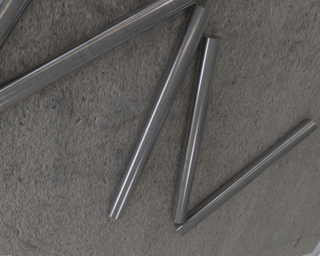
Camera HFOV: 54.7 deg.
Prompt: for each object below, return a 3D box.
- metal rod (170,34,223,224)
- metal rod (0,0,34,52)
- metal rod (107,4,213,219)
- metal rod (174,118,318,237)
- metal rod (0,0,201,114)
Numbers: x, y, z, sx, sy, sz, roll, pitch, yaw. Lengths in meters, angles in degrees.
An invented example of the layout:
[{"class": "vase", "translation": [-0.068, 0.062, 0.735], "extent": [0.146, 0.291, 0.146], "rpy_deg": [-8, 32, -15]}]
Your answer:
[{"class": "metal rod", "translation": [0.047, 0.020, 0.444], "extent": [0.025, 0.025, 0.298], "rpy_deg": [-7, 122, -25]}, {"class": "metal rod", "translation": [-0.131, -0.106, 0.269], "extent": [0.025, 0.025, 0.299], "rpy_deg": [31, 101, -38]}, {"class": "metal rod", "translation": [-0.008, -0.006, 0.398], "extent": [0.025, 0.025, 0.298], "rpy_deg": [10, 113, -33]}, {"class": "metal rod", "translation": [0.150, 0.085, 0.540], "extent": [0.301, 0.025, 0.025], "rpy_deg": [-38, 129, -3]}, {"class": "metal rod", "translation": [-0.050, -0.095, 0.320], "extent": [0.301, 0.025, 0.025], "rpy_deg": [-32, 129, -8]}]
